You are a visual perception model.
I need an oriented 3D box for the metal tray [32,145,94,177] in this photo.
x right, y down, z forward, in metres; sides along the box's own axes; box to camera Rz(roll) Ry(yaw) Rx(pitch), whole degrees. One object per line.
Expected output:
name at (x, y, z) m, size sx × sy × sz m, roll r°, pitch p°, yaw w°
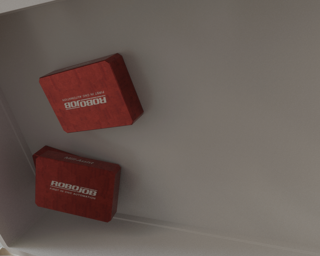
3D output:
metal tray at (-0.155, 0.089, 0.542) m, size 0.130 × 0.030 × 0.089 m, roll 14°, pitch 125°, yaw 20°

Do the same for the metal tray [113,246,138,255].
metal tray at (-0.070, 0.303, 0.632) m, size 0.090 × 0.030 × 0.129 m, roll 37°, pitch 129°, yaw 3°

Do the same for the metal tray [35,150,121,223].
metal tray at (-0.133, 0.093, 0.499) m, size 0.131 × 0.030 × 0.089 m, roll 10°, pitch 107°, yaw 9°

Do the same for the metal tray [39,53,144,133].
metal tray at (-0.097, -0.044, 0.429) m, size 0.130 × 0.030 × 0.090 m, roll -7°, pitch 115°, yaw 31°
